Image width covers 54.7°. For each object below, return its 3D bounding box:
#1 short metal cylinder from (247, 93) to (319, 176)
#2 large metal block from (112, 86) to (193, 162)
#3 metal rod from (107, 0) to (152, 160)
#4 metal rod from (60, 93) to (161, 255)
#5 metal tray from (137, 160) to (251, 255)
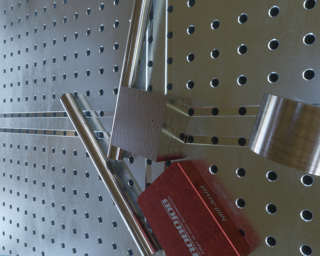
[{"bbox_3d":[0.124,0.003,0.271,0.080,0.081,0.050,24,105,37],"label":"short metal cylinder"},{"bbox_3d":[-0.011,-0.007,0.403,0.080,0.050,0.079,16,101,38],"label":"large metal block"},{"bbox_3d":[-0.038,-0.100,0.441,0.025,0.025,0.298,19,102,38],"label":"metal rod"},{"bbox_3d":[-0.087,0.059,0.480,0.025,0.025,0.299,-49,61,29],"label":"metal rod"},{"bbox_3d":[0.035,0.116,0.377,0.090,0.030,0.130,-48,62,29],"label":"metal tray"}]
